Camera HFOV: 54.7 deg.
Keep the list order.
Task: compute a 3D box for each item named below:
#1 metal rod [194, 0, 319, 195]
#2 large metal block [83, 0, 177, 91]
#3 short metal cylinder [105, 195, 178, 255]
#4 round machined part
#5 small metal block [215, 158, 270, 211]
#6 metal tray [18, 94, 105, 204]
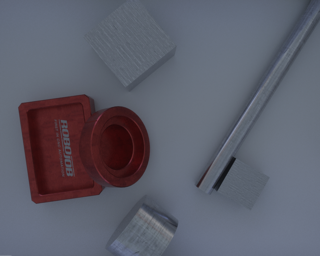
[{"bbox_3d":[0.136,-0.045,0.413,0.025,0.025,0.299,32,90,-1],"label":"metal rod"},{"bbox_3d":[-0.036,-0.105,0.398,0.080,0.050,0.080,-40,91,0],"label":"large metal block"},{"bbox_3d":[-0.022,0.130,0.384,0.050,0.080,0.080,39,90,-1],"label":"short metal cylinder"},{"bbox_3d":[-0.060,0.024,0.384,0.042,0.099,0.097,-8,90,38],"label":"round machined part"},{"bbox_3d":[0.108,0.073,0.413,0.050,0.025,0.050,30,90,-1],"label":"small metal block"},{"bbox_3d":[-0.126,0.027,0.407,0.091,0.030,0.129,-8,90,-1],"label":"metal tray"}]
